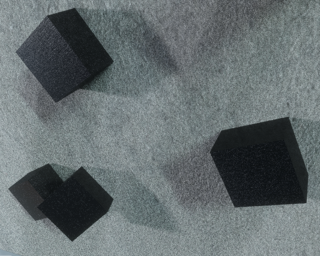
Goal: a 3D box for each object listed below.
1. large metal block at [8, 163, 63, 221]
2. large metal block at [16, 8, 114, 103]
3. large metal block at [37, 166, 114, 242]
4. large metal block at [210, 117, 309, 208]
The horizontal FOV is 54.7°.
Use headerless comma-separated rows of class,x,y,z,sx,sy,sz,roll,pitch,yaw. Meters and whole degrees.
large metal block,-0.220,0.121,0.576,0.080,0.050,0.080,-23,106,39
large metal block,-0.122,-0.091,0.396,0.080,0.050,0.080,-27,104,37
large metal block,-0.139,0.125,0.518,0.080,0.050,0.080,-41,96,8
large metal block,0.115,0.041,0.355,0.080,0.050,0.080,-14,112,33
